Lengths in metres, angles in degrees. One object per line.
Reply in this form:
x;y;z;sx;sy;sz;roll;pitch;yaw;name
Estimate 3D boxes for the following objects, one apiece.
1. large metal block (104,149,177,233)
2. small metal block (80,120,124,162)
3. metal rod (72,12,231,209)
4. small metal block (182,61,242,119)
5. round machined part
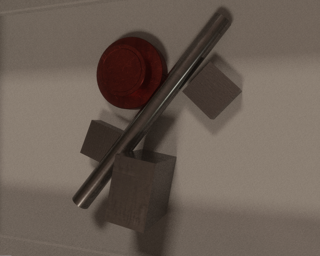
-0.021;0.073;0.388;0.050;0.080;0.079;11;94;19;large metal block
-0.077;0.021;0.437;0.050;0.025;0.050;23;97;18;small metal block
-0.014;-0.018;0.398;0.025;0.025;0.299;40;96;15;metal rod
0.065;-0.046;0.387;0.050;0.025;0.050;46;104;13;small metal block
-0.043;-0.074;0.416;0.098;0.042;0.097;0;90;19;round machined part
